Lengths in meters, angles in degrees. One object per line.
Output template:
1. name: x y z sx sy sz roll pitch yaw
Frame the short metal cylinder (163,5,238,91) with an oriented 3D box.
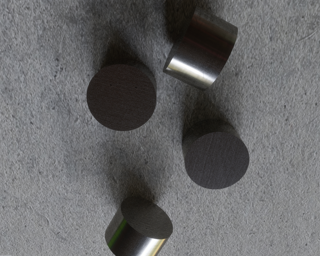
1. short metal cylinder: 0.043 -0.088 0.348 0.050 0.080 0.080 25 108 -9

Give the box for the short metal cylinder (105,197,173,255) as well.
1. short metal cylinder: -0.029 0.142 0.432 0.080 0.080 0.050 27 108 -10

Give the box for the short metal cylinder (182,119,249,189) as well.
1. short metal cylinder: 0.071 0.033 0.409 0.081 0.050 0.079 0 110 0

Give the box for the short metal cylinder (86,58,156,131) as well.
1. short metal cylinder: -0.044 -0.042 0.380 0.081 0.050 0.079 0 110 0
